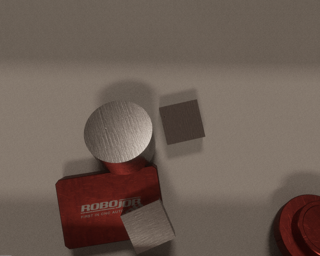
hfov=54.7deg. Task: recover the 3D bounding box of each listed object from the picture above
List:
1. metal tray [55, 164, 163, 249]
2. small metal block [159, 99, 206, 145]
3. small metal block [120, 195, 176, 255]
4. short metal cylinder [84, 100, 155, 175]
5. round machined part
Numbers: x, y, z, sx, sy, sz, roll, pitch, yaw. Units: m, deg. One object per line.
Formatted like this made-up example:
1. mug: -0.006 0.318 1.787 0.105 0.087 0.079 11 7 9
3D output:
1. metal tray: -0.062 0.101 0.408 0.131 0.030 0.089 -9 90 -1
2. small metal block: 0.029 -0.008 0.412 0.050 0.025 0.050 -13 90 -1
3. small metal block: -0.014 0.118 0.381 0.050 0.025 0.050 -23 90 -1
4. short metal cylinder: -0.048 0.013 0.384 0.080 0.050 0.080 -1 66 3
5. round machined part: 0.197 0.129 0.384 0.099 0.042 0.098 1 59 -2
